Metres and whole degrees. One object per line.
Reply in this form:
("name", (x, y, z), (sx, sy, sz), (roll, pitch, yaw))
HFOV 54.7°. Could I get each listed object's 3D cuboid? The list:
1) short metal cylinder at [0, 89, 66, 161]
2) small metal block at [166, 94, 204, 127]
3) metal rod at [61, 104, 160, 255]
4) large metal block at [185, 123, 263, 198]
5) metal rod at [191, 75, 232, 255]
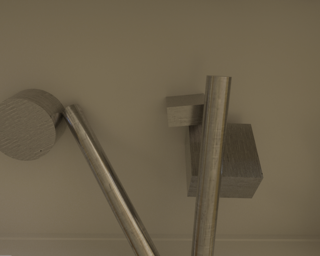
("short metal cylinder", (-0.166, -0.005, 0.394), (0.081, 0.050, 0.079), (0, 110, -1))
("small metal block", (0.034, -0.023, 0.390), (0.050, 0.050, 0.025), (-5, 110, 1))
("metal rod", (-0.042, 0.102, 0.373), (0.025, 0.025, 0.299), (-33, 78, 11))
("large metal block", (0.075, 0.040, 0.390), (0.081, 0.080, 0.050), (2, 140, -1))
("metal rod", (0.051, 0.094, 0.340), (0.025, 0.025, 0.298), (3, 102, -2))
